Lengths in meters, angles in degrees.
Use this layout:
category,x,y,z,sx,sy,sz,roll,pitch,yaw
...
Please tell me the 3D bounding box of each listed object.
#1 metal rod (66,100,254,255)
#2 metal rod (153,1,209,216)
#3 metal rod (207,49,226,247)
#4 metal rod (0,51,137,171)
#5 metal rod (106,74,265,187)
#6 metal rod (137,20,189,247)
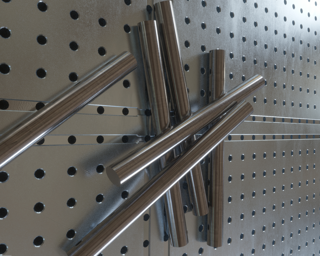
category,x,y,z,sx,sy,sz,roll,pitch,yaw
metal rod,0.016,0.057,0.390,0.301,0.025,0.025,-39,114,-23
metal rod,0.032,-0.020,0.434,0.025,0.025,0.298,-19,102,-38
metal rod,0.087,0.030,0.480,0.025,0.025,0.298,1,89,-40
metal rod,-0.130,0.007,0.299,0.301,0.025,0.025,-44,117,-31
metal rod,0.055,-0.012,0.419,0.302,0.025,0.025,-31,110,-35
metal rod,0.005,0.013,0.412,0.025,0.025,0.298,-14,99,-39
